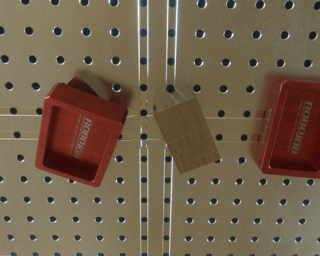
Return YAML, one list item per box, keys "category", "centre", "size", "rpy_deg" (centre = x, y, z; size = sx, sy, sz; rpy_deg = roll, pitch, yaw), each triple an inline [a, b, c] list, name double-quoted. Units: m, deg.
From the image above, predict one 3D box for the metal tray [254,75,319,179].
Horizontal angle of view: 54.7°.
- category: "metal tray"
  centre: [0.186, 0.001, 0.412]
  size: [0.091, 0.030, 0.129]
  rpy_deg: [6, 110, -2]

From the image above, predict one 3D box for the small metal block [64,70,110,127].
- category: "small metal block"
  centre: [-0.102, -0.037, 0.399]
  size: [0.050, 0.025, 0.050]
  rpy_deg: [-39, 106, 13]

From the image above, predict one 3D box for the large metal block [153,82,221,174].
- category: "large metal block"
  centre: [0.031, -0.003, 0.383]
  size: [0.050, 0.080, 0.080]
  rpy_deg: [-22, 109, 8]

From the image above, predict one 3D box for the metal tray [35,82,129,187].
- category: "metal tray"
  centre: [-0.102, 0.015, 0.391]
  size: [0.090, 0.030, 0.129]
  rpy_deg: [20, 130, -8]
